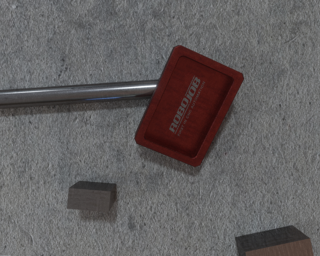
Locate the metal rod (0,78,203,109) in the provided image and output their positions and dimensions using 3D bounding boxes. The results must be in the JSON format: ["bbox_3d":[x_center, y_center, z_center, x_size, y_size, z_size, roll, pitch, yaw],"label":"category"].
[{"bbox_3d":[-0.096,-0.045,0.408,0.302,0.025,0.025,-4,90,-1],"label":"metal rod"}]

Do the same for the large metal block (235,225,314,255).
[{"bbox_3d":[0.151,0.181,0.400,0.080,0.050,0.080,-12,90,-1],"label":"large metal block"}]

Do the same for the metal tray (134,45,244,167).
[{"bbox_3d":[0.034,-0.026,0.388,0.090,0.030,0.129,23,103,-8],"label":"metal tray"}]

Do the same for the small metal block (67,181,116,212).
[{"bbox_3d":[-0.086,0.086,0.396,0.050,0.050,0.025,5,90,-1],"label":"small metal block"}]
